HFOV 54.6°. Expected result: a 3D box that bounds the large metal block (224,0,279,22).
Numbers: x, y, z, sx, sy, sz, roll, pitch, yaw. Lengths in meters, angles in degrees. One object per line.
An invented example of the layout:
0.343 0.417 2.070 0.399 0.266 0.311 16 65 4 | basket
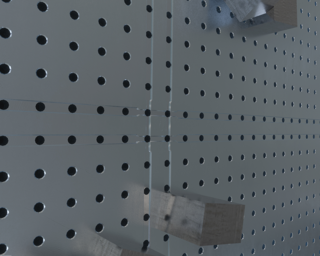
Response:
0.141 -0.223 0.490 0.081 0.050 0.080 -29 82 -36 | large metal block

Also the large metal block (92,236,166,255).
-0.040 0.180 0.359 0.080 0.050 0.080 30 71 -36 | large metal block

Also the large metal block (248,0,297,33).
0.204 -0.223 0.561 0.081 0.050 0.080 -5 94 -40 | large metal block

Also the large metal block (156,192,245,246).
0.055 0.120 0.418 0.081 0.080 0.050 14 81 -39 | large metal block
